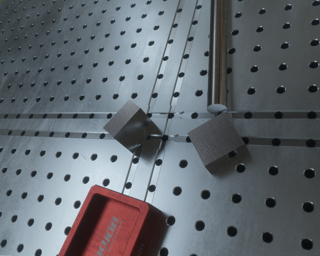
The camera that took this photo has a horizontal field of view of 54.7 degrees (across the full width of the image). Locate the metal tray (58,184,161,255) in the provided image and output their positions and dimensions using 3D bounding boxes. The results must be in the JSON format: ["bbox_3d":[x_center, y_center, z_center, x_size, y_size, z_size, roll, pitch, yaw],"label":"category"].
[{"bbox_3d":[-0.065,0.139,0.352,0.090,0.030,0.130,11,67,32],"label":"metal tray"}]

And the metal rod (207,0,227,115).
[{"bbox_3d":[0.086,-0.153,0.456,0.025,0.025,0.299,-7,58,24],"label":"metal rod"}]

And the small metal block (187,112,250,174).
[{"bbox_3d":[0.067,0.017,0.362,0.050,0.025,0.050,-31,52,8],"label":"small metal block"}]

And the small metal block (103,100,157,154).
[{"bbox_3d":[-0.038,-0.001,0.412,0.050,0.050,0.025,-48,52,-6],"label":"small metal block"}]
